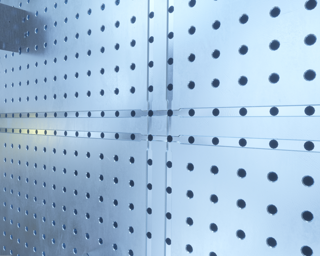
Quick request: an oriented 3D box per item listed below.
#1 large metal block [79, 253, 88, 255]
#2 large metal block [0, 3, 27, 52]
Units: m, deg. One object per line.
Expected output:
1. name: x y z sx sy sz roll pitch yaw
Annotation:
1. large metal block: -0.157 0.261 0.505 0.050 0.081 0.080 48 119 29
2. large metal block: -0.332 -0.211 0.650 0.050 0.081 0.080 -7 85 40
